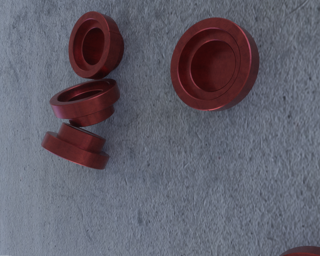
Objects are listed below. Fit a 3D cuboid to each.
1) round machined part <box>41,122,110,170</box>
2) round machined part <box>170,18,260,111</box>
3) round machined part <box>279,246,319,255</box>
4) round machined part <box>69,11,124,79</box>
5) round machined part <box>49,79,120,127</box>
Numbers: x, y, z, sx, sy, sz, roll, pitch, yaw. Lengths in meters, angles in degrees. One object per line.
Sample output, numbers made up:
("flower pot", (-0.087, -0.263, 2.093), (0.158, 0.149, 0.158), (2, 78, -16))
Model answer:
("round machined part", (-0.120, 0.023, 0.460), (0.098, 0.098, 0.042), (21, 87, 38))
("round machined part", (0.063, -0.067, 0.342), (0.098, 0.042, 0.097), (0, 90, 40))
("round machined part", (0.144, 0.154, 0.275), (0.098, 0.042, 0.097), (0, 90, 40))
("round machined part", (-0.093, -0.122, 0.471), (0.098, 0.042, 0.097), (0, 90, 40))
("round machined part", (-0.105, -0.035, 0.453), (0.098, 0.099, 0.042), (9, 124, 39))
